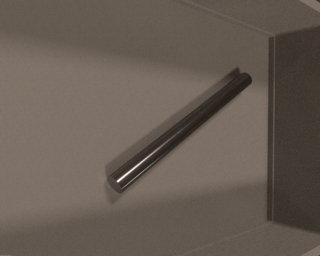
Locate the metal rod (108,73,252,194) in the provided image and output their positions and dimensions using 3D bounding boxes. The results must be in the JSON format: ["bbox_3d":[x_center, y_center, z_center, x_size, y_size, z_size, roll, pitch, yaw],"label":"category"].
[{"bbox_3d":[0.047,-0.008,0.448,0.302,0.025,0.025,-37,113,-34],"label":"metal rod"}]
